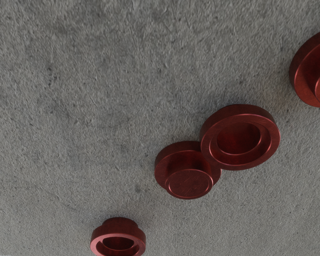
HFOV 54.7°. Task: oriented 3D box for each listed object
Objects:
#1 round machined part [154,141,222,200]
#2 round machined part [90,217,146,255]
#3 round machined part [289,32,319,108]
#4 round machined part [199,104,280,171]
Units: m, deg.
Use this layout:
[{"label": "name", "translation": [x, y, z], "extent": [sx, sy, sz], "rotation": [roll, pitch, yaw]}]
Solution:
[{"label": "round machined part", "translation": [0.041, 0.068, 0.454], "extent": [0.099, 0.042, 0.097], "rotation": [0, 130, 0]}, {"label": "round machined part", "translation": [-0.075, 0.199, 0.565], "extent": [0.099, 0.042, 0.097], "rotation": [0, 130, 0]}, {"label": "round machined part", "translation": [0.202, -0.061, 0.346], "extent": [0.099, 0.042, 0.097], "rotation": [0, 130, 0]}, {"label": "round machined part", "translation": [0.100, 0.008, 0.403], "extent": [0.099, 0.042, 0.097], "rotation": [0, 130, 0]}]
